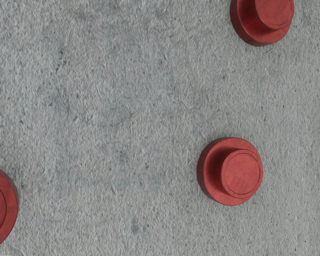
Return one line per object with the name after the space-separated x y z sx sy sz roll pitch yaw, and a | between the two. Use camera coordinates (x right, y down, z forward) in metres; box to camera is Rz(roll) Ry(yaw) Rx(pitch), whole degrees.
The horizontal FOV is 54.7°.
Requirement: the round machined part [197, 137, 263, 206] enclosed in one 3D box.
0.105 0.062 0.439 0.099 0.042 0.097 0 90 -20 | round machined part

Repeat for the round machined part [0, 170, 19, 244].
-0.202 0.083 0.326 0.099 0.042 0.097 0 90 -20 | round machined part

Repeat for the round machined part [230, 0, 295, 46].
0.157 -0.174 0.457 0.099 0.042 0.097 0 90 -20 | round machined part
